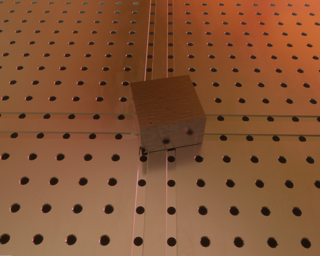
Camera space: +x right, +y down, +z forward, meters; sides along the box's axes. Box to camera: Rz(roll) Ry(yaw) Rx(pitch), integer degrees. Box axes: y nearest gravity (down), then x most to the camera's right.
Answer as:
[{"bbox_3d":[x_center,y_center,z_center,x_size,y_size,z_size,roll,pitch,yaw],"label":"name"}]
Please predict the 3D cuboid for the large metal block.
[{"bbox_3d":[0.008,-0.020,0.407,0.080,0.050,0.080,-9,51,-8],"label":"large metal block"}]
